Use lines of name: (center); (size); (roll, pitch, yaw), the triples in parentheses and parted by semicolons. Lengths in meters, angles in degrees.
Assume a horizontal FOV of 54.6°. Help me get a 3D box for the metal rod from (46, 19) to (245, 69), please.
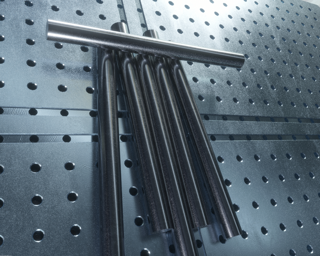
metal rod: (-0.002, -0.115, 0.444); (0.302, 0.025, 0.025); (2, 61, -27)

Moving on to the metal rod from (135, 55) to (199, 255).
metal rod: (0.005, 0.031, 0.391); (0.025, 0.025, 0.299); (1, 62, -28)

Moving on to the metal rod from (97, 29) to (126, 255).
metal rod: (-0.062, -0.002, 0.374); (0.025, 0.025, 0.299); (7, 59, -25)

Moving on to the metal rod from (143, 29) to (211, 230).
metal rod: (0.016, -0.015, 0.427); (0.025, 0.025, 0.299); (1, 61, -28)

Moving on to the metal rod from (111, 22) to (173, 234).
metal rod: (-0.030, -0.018, 0.403); (0.025, 0.025, 0.299); (1, 61, -28)

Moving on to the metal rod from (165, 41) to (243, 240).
metal rod: (0.050, 0.000, 0.435); (0.025, 0.025, 0.299); (-2, 63, -29)
